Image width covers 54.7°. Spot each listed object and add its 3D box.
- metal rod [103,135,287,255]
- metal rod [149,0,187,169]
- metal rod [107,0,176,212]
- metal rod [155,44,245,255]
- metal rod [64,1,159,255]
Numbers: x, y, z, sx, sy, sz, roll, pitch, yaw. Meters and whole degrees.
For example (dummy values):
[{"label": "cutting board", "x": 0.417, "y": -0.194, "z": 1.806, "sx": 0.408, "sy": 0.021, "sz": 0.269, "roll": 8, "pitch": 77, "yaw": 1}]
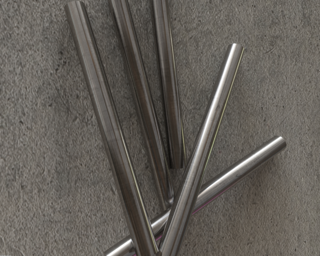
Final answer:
[{"label": "metal rod", "x": 0.063, "y": 0.086, "z": 0.411, "sx": 0.302, "sy": 0.025, "sz": 0.025, "roll": -28, "pitch": 100, "yaw": -26}, {"label": "metal rod", "x": 0.007, "y": -0.095, "z": 0.411, "sx": 0.025, "sy": 0.025, "sz": 0.298, "roll": -8, "pitch": 93, "yaw": -20}, {"label": "metal rod", "x": -0.020, "y": -0.028, "z": 0.401, "sx": 0.025, "sy": 0.025, "sz": 0.298, "roll": -16, "pitch": 95, "yaw": -19}, {"label": "metal rod", "x": 0.058, "y": 0.016, "z": 0.397, "sx": 0.025, "sy": 0.025, "sz": 0.300, "roll": 29, "pitch": 68, "yaw": -18}, {"label": "metal rod", "x": -0.058, "y": -0.004, "z": 0.355, "sx": 0.025, "sy": 0.025, "sz": 0.299, "roll": -15, "pitch": 83, "yaw": -19}]
